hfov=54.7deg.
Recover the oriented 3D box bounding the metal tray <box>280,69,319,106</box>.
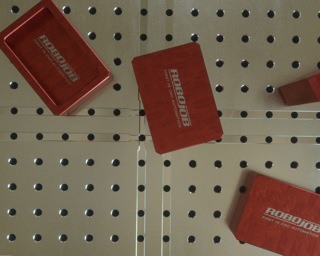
[{"bbox_3d":[0.229,-0.069,0.383,0.131,0.090,0.030,-25,90,0],"label":"metal tray"}]

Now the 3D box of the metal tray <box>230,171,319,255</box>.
[{"bbox_3d":[0.171,0.121,0.413,0.131,0.030,0.090,19,90,-1],"label":"metal tray"}]

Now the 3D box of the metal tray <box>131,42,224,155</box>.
[{"bbox_3d":[0.023,-0.039,0.411,0.091,0.030,0.129,-15,90,-1],"label":"metal tray"}]

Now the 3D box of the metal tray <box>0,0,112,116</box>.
[{"bbox_3d":[-0.137,-0.091,0.408,0.090,0.030,0.130,-39,91,-1],"label":"metal tray"}]
